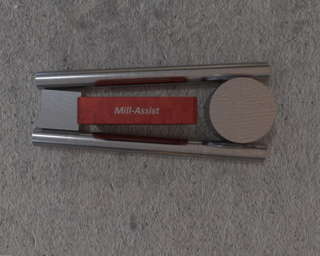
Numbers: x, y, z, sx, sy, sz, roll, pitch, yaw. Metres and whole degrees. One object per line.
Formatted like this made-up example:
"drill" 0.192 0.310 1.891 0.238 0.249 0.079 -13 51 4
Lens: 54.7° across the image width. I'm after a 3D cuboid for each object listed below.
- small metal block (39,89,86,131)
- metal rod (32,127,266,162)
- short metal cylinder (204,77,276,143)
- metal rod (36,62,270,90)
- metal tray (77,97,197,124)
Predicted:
"small metal block" -0.128 -0.023 0.411 0.050 0.025 0.050 4 90 0
"metal rod" -0.014 0.022 0.411 0.302 0.025 0.025 4 90 0
"short metal cylinder" 0.100 -0.022 0.399 0.081 0.050 0.079 0 90 0
"metal rod" -0.009 -0.069 0.411 0.302 0.025 0.025 -3 90 0
"metal tray" -0.024 -0.019 0.377 0.131 0.090 0.030 0 90 0
